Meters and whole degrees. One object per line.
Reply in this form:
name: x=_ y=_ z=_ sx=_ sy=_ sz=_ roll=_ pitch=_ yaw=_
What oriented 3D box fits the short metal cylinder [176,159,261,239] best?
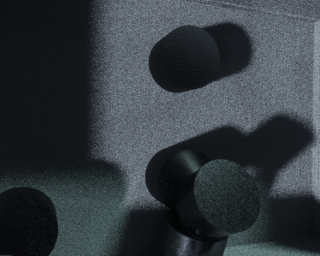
short metal cylinder: x=0.065 y=0.082 z=0.354 sx=0.081 sy=0.050 sz=0.080 roll=9 pitch=61 yaw=-17

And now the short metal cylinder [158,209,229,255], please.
short metal cylinder: x=0.042 y=0.142 z=0.393 sx=0.081 sy=0.080 sz=0.050 roll=8 pitch=104 yaw=-20

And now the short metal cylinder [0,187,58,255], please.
short metal cylinder: x=-0.155 y=0.109 z=0.340 sx=0.081 sy=0.050 sz=0.079 roll=0 pitch=90 yaw=-21

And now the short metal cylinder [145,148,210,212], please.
short metal cylinder: x=0.026 y=0.066 z=0.408 sx=0.081 sy=0.050 sz=0.079 roll=0 pitch=90 yaw=-21

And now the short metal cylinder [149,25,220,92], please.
short metal cylinder: x=0.031 y=-0.089 z=0.410 sx=0.081 sy=0.050 sz=0.079 roll=0 pitch=90 yaw=-21
